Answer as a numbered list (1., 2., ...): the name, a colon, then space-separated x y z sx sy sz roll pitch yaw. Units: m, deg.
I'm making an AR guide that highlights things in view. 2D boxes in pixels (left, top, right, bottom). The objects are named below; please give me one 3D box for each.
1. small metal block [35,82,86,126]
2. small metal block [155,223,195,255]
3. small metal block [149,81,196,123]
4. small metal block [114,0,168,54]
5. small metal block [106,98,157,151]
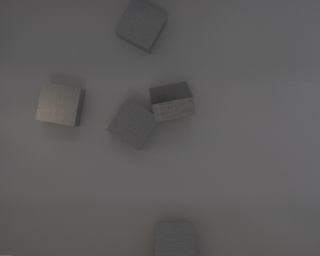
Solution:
1. small metal block: -0.131 -0.031 0.410 0.050 0.025 0.050 10 90 0
2. small metal block: 0.019 0.151 0.404 0.050 0.025 0.050 1 70 0
3. small metal block: 0.015 -0.034 0.396 0.050 0.050 0.025 -11 120 0
4. small metal block: -0.024 -0.134 0.411 0.050 0.025 0.050 29 90 0
5. small metal block: -0.035 -0.005 0.411 0.050 0.025 0.050 33 90 0
